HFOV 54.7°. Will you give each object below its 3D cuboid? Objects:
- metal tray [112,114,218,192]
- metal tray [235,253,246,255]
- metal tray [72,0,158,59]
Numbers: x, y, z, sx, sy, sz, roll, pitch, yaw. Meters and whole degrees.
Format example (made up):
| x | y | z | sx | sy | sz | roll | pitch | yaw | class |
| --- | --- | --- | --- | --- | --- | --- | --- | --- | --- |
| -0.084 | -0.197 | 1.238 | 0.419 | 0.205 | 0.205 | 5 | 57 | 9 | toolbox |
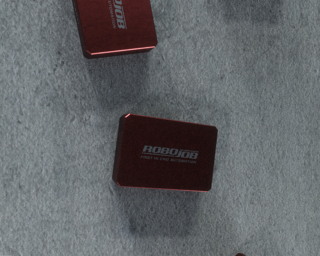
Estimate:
| x | y | z | sx | sy | sz | roll | pitch | yaw | class |
| --- | --- | --- | --- | --- | --- | --- | --- | --- | --- |
| 0.009 | 0.034 | 0.411 | 0.131 | 0.030 | 0.089 | 8 | 87 | -20 | metal tray |
| 0.096 | 0.257 | 0.443 | 0.131 | 0.030 | 0.090 | -32 | 101 | -17 | metal tray |
| -0.060 | -0.157 | 0.384 | 0.091 | 0.030 | 0.129 | -12 | 94 | -20 | metal tray |
